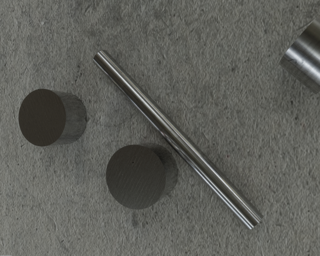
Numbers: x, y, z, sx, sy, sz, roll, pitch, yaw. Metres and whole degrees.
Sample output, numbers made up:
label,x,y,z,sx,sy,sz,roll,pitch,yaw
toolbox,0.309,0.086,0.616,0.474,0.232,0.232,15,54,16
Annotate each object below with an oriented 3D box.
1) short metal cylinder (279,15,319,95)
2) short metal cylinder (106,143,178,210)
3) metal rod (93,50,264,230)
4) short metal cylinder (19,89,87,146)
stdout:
label,x,y,z,sx,sy,sz,roll,pitch,yaw
short metal cylinder,0.172,-0.081,0.319,0.050,0.080,0.080,46,104,14
short metal cylinder,-0.022,0.060,0.404,0.080,0.050,0.080,0,90,20
metal rod,0.015,0.006,0.403,0.025,0.025,0.300,-46,76,14
short metal cylinder,-0.155,-0.014,0.450,0.080,0.050,0.080,0,90,20
